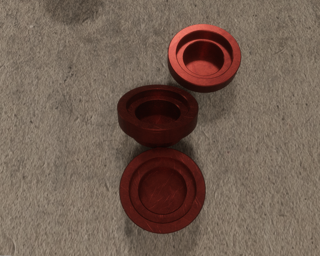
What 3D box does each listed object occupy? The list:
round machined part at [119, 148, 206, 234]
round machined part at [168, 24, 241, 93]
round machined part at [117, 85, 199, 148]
[{"bbox_3d":[0.003,0.076,0.371,0.099,0.042,0.098,0,70,-1],"label":"round machined part"},{"bbox_3d":[0.060,-0.092,0.434,0.099,0.042,0.098,0,70,-1],"label":"round machined part"},{"bbox_3d":[-0.003,-0.012,0.388,0.099,0.042,0.098,1,38,0],"label":"round machined part"}]
